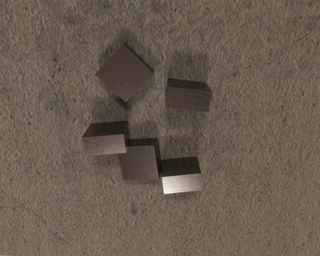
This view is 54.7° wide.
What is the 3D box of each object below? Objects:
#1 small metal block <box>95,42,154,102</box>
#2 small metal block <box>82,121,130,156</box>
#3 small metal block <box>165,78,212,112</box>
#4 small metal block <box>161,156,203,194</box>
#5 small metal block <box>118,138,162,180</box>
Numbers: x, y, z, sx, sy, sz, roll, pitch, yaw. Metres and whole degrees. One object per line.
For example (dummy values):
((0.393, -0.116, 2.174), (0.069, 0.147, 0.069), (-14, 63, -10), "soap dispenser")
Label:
((-0.043, -0.069, 0.384), (0.050, 0.025, 0.050), (43, 104, -15), "small metal block")
((-0.068, 0.012, 0.400), (0.050, 0.050, 0.025), (-5, 110, 1), "small metal block")
((0.034, -0.042, 0.382), (0.050, 0.050, 0.025), (6, 110, -3), "small metal block")
((0.029, 0.063, 0.420), (0.050, 0.050, 0.025), (-6, 110, 1), "small metal block")
((-0.026, 0.042, 0.420), (0.050, 0.025, 0.050), (-3, 111, 13), "small metal block")
